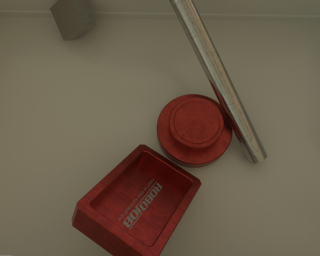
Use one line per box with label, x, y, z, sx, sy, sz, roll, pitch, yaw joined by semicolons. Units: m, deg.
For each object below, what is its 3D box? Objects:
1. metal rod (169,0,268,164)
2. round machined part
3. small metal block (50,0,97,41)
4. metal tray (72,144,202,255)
metal rod;0.057;-0.091;0.380;0.025;0.025;0.299;-29;97;-10
round machined part;0.045;0.000;0.401;0.099;0.042;0.098;0;70;-1
small metal block;-0.124;-0.159;0.443;0.025;0.050;0.050;-29;99;-50
metal tray;-0.019;0.079;0.339;0.090;0.030;0.131;32;35;11
